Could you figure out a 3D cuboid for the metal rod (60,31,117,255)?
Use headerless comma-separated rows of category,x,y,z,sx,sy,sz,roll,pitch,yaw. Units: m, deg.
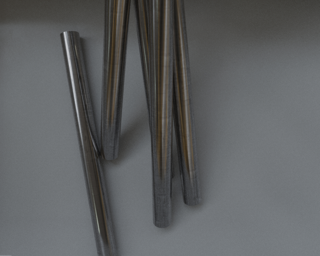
metal rod,-0.094,0.023,0.410,0.025,0.025,0.298,-10,90,0

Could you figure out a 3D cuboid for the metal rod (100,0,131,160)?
metal rod,-0.048,-0.086,0.329,0.025,0.025,0.298,9,124,0

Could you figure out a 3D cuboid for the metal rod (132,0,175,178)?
metal rod,-0.008,-0.069,0.347,0.025,0.025,0.298,-7,116,0

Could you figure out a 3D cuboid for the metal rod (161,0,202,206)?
metal rod,0.024,-0.040,0.355,0.025,0.025,0.298,-8,113,0

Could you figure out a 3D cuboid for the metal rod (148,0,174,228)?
metal rod,0.002,-0.009,0.348,0.025,0.025,0.298,-1,116,0
